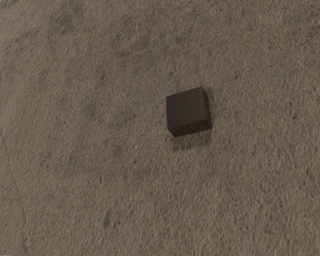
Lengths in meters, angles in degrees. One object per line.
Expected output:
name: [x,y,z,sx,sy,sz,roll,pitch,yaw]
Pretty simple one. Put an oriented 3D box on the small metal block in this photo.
small metal block: [0.036,-0.020,0.396,0.050,0.025,0.050,-14,56,19]
